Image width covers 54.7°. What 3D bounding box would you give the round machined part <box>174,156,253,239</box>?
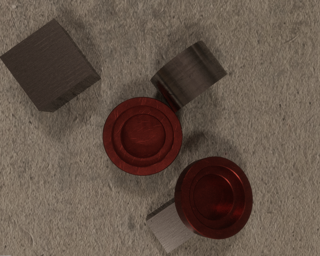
[{"bbox_3d":[0.063,0.087,0.391,0.099,0.042,0.098,5,76,-19],"label":"round machined part"}]

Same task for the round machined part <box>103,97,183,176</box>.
[{"bbox_3d":[-0.021,0.010,0.401,0.099,0.042,0.097,0,90,0],"label":"round machined part"}]

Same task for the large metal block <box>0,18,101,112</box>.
[{"bbox_3d":[-0.136,-0.076,0.396,0.080,0.050,0.080,-36,90,0],"label":"large metal block"}]

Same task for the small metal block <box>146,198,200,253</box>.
[{"bbox_3d":[0.017,0.127,0.410,0.050,0.025,0.050,-34,90,0],"label":"small metal block"}]

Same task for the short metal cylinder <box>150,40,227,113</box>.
[{"bbox_3d":[0.035,-0.062,0.383,0.080,0.080,0.050,-37,90,0],"label":"short metal cylinder"}]
